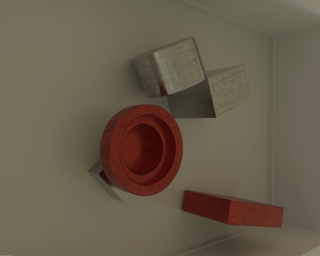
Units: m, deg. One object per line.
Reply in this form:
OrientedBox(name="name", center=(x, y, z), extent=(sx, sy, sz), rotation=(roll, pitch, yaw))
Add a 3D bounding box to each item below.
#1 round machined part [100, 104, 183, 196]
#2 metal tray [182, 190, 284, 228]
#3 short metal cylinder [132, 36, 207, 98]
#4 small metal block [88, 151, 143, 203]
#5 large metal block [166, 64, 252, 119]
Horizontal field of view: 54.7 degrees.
OrientedBox(name="round machined part", center=(-0.024, 0.024, 0.345), extent=(0.099, 0.042, 0.097), rotation=(0, 90, -40))
OrientedBox(name="metal tray", center=(0.109, 0.120, 0.458), extent=(0.131, 0.090, 0.030), rotation=(17, 79, -39))
OrientedBox(name="short metal cylinder", center=(0.012, -0.075, 0.382), extent=(0.081, 0.080, 0.050), rotation=(-32, 111, -36))
OrientedBox(name="small metal block", center=(-0.048, 0.051, 0.368), extent=(0.050, 0.025, 0.050), rotation=(-51, 120, -28))
OrientedBox(name="large metal block", center=(0.066, -0.049, 0.428), extent=(0.081, 0.080, 0.050), rotation=(-25, 106, -38))
